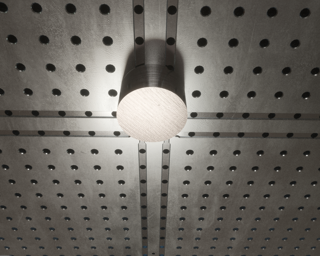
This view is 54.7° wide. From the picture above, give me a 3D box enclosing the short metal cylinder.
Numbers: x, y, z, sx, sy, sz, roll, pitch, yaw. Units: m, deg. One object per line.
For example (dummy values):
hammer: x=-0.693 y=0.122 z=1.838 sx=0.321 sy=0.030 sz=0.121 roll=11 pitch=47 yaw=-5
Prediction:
short metal cylinder: x=-0.009 y=-0.029 z=0.371 sx=0.081 sy=0.050 sz=0.079 roll=-1 pitch=130 yaw=0
